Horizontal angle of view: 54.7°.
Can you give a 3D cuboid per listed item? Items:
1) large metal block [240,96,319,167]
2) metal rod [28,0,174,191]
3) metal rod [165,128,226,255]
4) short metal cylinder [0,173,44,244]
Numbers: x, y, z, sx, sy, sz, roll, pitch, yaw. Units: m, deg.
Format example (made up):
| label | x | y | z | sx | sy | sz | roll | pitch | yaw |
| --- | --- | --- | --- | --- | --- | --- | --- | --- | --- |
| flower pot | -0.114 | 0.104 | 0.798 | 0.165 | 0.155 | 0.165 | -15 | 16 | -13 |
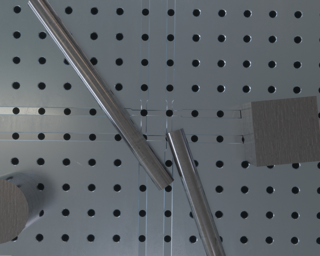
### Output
| label | x | y | z | sx | sy | sz | roll | pitch | yaw |
| --- | --- | --- | --- | --- | --- | --- | --- | --- | --- |
| large metal block | 0.155 | 0.004 | 0.402 | 0.081 | 0.050 | 0.080 | -5 | 90 | 0 |
| metal rod | -0.078 | -0.046 | 0.412 | 0.025 | 0.025 | 0.299 | -35 | 90 | 0 |
| metal rod | 0.067 | 0.145 | 0.414 | 0.025 | 0.025 | 0.298 | -19 | 90 | 0 |
| short metal cylinder | -0.199 | 0.101 | 0.399 | 0.081 | 0.050 | 0.079 | 0 | 90 | 0 |
